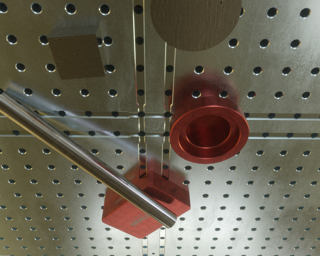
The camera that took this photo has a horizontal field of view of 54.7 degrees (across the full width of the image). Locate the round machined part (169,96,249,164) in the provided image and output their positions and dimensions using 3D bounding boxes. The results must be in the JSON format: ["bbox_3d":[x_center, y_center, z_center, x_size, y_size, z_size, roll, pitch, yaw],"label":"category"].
[{"bbox_3d":[0.061,-0.002,0.400,0.099,0.042,0.097,-1,130,0],"label":"round machined part"}]

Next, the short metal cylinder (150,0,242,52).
[{"bbox_3d":[0.032,-0.120,0.293,0.081,0.050,0.079,0,130,0],"label":"short metal cylinder"}]

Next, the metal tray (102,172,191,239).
[{"bbox_3d":[-0.024,0.134,0.523,0.090,0.030,0.130,35,122,-26],"label":"metal tray"}]

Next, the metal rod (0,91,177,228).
[{"bbox_3d":[-0.090,0.055,0.431,0.301,0.025,0.025,40,119,-21],"label":"metal rod"}]

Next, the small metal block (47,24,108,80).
[{"bbox_3d":[-0.088,-0.083,0.340,0.050,0.025,0.050,-4,130,3],"label":"small metal block"}]
